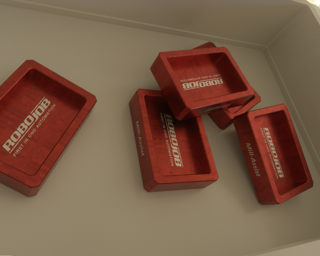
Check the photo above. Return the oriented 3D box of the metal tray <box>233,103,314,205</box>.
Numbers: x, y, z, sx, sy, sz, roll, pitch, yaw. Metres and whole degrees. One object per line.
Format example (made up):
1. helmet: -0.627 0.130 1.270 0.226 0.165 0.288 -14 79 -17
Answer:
1. metal tray: 0.165 0.035 0.449 0.091 0.030 0.129 -12 82 -33

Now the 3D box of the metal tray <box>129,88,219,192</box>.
1. metal tray: 0.016 0.013 0.402 0.091 0.030 0.130 2 61 -27

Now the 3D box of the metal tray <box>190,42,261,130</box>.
1. metal tray: 0.090 -0.071 0.493 0.091 0.030 0.130 -32 80 -38

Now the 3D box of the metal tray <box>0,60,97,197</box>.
1. metal tray: -0.138 -0.005 0.330 0.090 0.030 0.130 31 52 -9

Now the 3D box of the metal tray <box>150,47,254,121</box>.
1. metal tray: 0.062 -0.067 0.436 0.131 0.030 0.090 -14 69 -34
